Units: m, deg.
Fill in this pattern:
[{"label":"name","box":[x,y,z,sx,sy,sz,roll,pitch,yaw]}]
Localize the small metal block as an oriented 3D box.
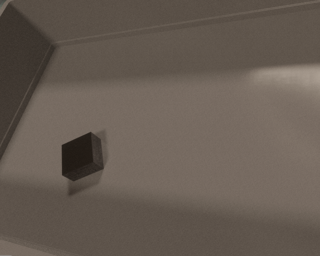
[{"label":"small metal block","box":[-0.110,0.040,0.436,0.050,0.025,0.050,-23,53,13]}]
